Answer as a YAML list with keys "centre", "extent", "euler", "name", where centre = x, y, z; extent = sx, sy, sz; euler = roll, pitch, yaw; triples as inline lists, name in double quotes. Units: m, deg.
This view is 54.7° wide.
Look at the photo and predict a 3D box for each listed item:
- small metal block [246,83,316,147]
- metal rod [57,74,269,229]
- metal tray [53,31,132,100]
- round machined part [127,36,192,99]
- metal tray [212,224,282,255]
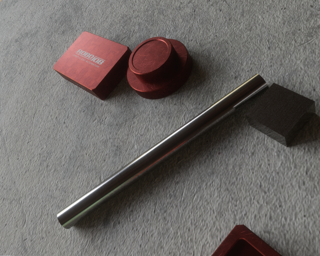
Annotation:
- centre: [0.133, -0.015, 0.343]
  extent: [0.050, 0.025, 0.050]
  euler: [-48, 52, -6]
  name: "small metal block"
- centre: [0.001, 0.031, 0.383]
  extent: [0.300, 0.025, 0.025]
  euler: [-35, 52, 4]
  name: "metal rod"
- centre: [-0.113, -0.109, 0.525]
  extent: [0.130, 0.030, 0.090]
  euler: [29, 78, 37]
  name: "metal tray"
- centre: [-0.006, -0.094, 0.452]
  extent: [0.098, 0.042, 0.098]
  euler: [-13, 56, 20]
  name: "round machined part"
- centre: [0.066, 0.163, 0.265]
  extent: [0.130, 0.030, 0.090]
  euler: [-49, 52, -7]
  name: "metal tray"
